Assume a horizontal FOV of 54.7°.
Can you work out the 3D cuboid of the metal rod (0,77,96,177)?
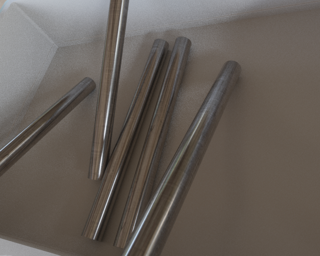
[{"bbox_3d":[-0.176,0.015,0.409,0.025,0.025,0.301,0,36,28],"label":"metal rod"}]

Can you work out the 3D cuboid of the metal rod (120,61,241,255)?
[{"bbox_3d":[0.035,0.013,0.301,0.025,0.025,0.301,1,37,29],"label":"metal rod"}]

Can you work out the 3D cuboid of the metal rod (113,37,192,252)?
[{"bbox_3d":[-0.002,0.003,0.405,0.025,0.025,0.300,2,62,29],"label":"metal rod"}]

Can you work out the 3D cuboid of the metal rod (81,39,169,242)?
[{"bbox_3d":[-0.040,0.000,0.426,0.025,0.025,0.300,4,63,30],"label":"metal rod"}]

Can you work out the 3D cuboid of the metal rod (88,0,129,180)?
[{"bbox_3d":[-0.065,-0.081,0.413,0.025,0.025,0.298,7,89,31],"label":"metal rod"}]
